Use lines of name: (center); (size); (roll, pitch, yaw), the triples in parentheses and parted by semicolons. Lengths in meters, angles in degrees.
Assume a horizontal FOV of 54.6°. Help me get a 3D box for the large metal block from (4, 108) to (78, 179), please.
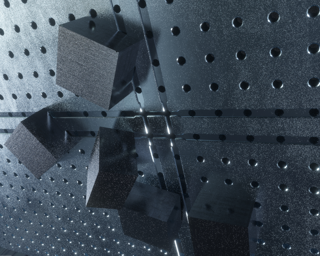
large metal block: (-0.200, 0.027, 0.518); (0.080, 0.050, 0.080); (48, 129, -6)

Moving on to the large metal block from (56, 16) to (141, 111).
large metal block: (-0.079, -0.081, 0.387); (0.080, 0.050, 0.079); (26, 128, 11)

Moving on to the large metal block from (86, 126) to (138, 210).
large metal block: (-0.070, 0.057, 0.440); (0.050, 0.080, 0.080); (10, 131, -19)

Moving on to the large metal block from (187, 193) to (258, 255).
large metal block: (0.090, 0.144, 0.437); (0.080, 0.050, 0.080); (3, 120, 26)

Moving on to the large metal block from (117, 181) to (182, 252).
large metal block: (-0.014, 0.135, 0.479); (0.080, 0.050, 0.080); (13, 133, 21)
